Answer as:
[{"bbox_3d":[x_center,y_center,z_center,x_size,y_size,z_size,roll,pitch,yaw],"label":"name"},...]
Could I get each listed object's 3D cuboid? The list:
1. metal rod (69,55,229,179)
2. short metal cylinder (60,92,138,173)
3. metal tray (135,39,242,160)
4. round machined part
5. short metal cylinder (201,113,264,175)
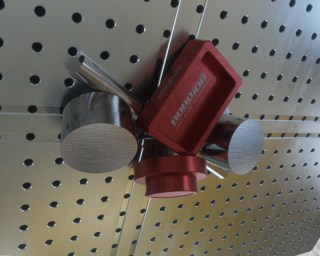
[{"bbox_3d":[0.008,0.003,0.417,0.025,0.025,0.301,-49,129,6],"label":"metal rod"},{"bbox_3d":[-0.068,0.006,0.346,0.081,0.050,0.080,-8,136,-7],"label":"short metal cylinder"},{"bbox_3d":[0.040,-0.033,0.390,0.090,0.030,0.130,37,84,-39],"label":"metal tray"},{"bbox_3d":[0.015,0.069,0.416,0.099,0.042,0.098,-4,161,-1],"label":"round machined part"},{"bbox_3d":[0.106,0.022,0.451,0.081,0.050,0.079,-11,108,-37],"label":"short metal cylinder"}]
